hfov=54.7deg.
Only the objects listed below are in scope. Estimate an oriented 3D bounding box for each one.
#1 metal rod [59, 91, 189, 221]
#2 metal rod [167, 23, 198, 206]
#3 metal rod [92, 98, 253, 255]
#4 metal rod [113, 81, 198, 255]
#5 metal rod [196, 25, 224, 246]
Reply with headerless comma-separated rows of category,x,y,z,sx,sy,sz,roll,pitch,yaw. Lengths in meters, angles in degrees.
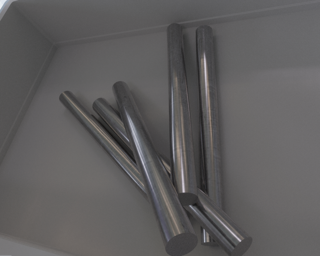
metal rod,-0.067,0.024,0.426,0.025,0.025,0.300,-46,51,-4
metal rod,0.023,-0.044,0.387,0.025,0.025,0.300,-18,44,18
metal rod,-0.011,0.034,0.370,0.025,0.025,0.300,-46,45,-4
metal rod,-0.023,0.013,0.352,0.025,0.025,0.300,-35,33,5
metal rod,0.059,-0.014,0.383,0.025,0.025,0.299,-11,57,22
